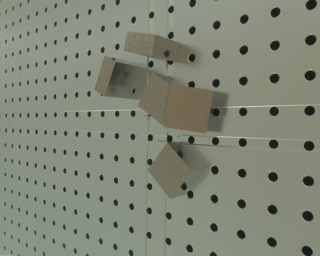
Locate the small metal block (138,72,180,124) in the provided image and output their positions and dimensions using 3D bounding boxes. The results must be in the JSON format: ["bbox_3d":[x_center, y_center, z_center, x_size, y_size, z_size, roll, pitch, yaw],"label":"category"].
[{"bbox_3d":[0.005,-0.038,0.407,0.050,0.025,0.050,39,114,33],"label":"small metal block"}]

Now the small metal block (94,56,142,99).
[{"bbox_3d":[-0.060,-0.071,0.444,0.025,0.050,0.050,33,111,35],"label":"small metal block"}]

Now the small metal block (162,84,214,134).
[{"bbox_3d":[0.032,-0.024,0.366,0.050,0.025,0.050,9,98,-4],"label":"small metal block"}]

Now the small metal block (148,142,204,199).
[{"bbox_3d":[0.019,0.053,0.395,0.050,0.025,0.050,49,119,29],"label":"small metal block"}]

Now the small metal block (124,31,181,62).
[{"bbox_3d":[-0.010,-0.105,0.402,0.050,0.050,0.025,20,103,38],"label":"small metal block"}]
